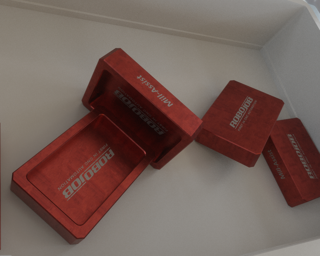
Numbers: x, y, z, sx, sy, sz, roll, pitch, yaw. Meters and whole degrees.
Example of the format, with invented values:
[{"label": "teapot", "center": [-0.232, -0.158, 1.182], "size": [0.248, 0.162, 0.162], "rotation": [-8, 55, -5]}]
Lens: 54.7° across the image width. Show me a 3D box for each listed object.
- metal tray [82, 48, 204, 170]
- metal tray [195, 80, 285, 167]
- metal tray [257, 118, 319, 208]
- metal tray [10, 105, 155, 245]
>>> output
[{"label": "metal tray", "center": [-0.025, -0.018, 0.362], "size": [0.130, 0.090, 0.030], "rotation": [42, 51, 0]}, {"label": "metal tray", "center": [0.119, -0.012, 0.455], "size": [0.090, 0.030, 0.131], "rotation": [27, 49, 16]}, {"label": "metal tray", "center": [0.213, 0.050, 0.490], "size": [0.091, 0.030, 0.130], "rotation": [-7, 65, -32]}, {"label": "metal tray", "center": [-0.077, 0.044, 0.334], "size": [0.090, 0.030, 0.131], "rotation": [43, 51, 1]}]
